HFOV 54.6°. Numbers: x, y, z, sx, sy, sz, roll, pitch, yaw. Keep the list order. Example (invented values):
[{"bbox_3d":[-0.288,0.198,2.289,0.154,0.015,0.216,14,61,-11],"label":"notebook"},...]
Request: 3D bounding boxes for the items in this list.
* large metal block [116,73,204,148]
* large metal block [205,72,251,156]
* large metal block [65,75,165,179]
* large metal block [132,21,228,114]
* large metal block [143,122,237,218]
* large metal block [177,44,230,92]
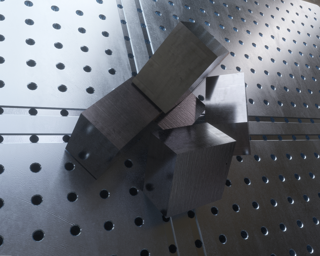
[{"bbox_3d":[0.002,-0.021,0.407,0.080,0.050,0.080,43,51,1],"label":"large metal block"},{"bbox_3d":[0.094,-0.016,0.423,0.050,0.080,0.080,-5,55,17],"label":"large metal block"},{"bbox_3d":[-0.050,0.000,0.344,0.050,0.080,0.080,44,51,2],"label":"large metal block"},{"bbox_3d":[0.026,-0.070,0.348,0.050,0.080,0.080,44,26,2],"label":"large metal block"},{"bbox_3d":[0.032,0.045,0.353,0.081,0.079,0.050,-9,30,-32],"label":"large metal block"},{"bbox_3d":[0.042,-0.083,0.446,0.050,0.080,0.080,43,51,1],"label":"large metal block"}]
